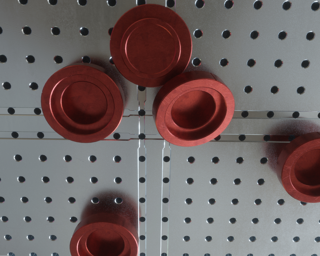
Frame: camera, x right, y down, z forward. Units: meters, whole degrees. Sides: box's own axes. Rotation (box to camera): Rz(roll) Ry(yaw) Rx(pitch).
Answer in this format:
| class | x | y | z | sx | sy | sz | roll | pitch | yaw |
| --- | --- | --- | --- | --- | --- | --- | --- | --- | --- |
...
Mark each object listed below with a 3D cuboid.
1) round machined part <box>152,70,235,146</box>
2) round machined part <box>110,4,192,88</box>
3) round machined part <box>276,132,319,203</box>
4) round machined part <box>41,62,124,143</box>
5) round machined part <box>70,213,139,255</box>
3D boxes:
| class | x | y | z | sx | sy | sz | roll | pitch | yaw |
| --- | --- | --- | --- | --- | --- | --- | --- | --- | --- |
| round machined part | 0.038 | -0.027 | 0.384 | 0.099 | 0.042 | 0.097 | -8 | 127 | -10 |
| round machined part | -0.011 | -0.096 | 0.369 | 0.099 | 0.042 | 0.097 | 0 | 110 | -1 |
| round machined part | 0.209 | 0.050 | 0.426 | 0.099 | 0.042 | 0.097 | 0 | 110 | -1 |
| round machined part | -0.093 | -0.034 | 0.391 | 0.099 | 0.042 | 0.097 | 0 | 110 | -1 |
| round machined part | -0.081 | 0.168 | 0.465 | 0.099 | 0.042 | 0.097 | 0 | 110 | -1 |
